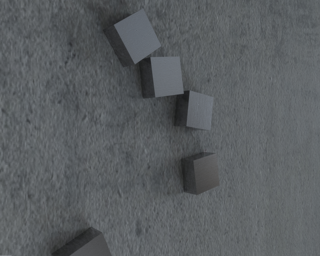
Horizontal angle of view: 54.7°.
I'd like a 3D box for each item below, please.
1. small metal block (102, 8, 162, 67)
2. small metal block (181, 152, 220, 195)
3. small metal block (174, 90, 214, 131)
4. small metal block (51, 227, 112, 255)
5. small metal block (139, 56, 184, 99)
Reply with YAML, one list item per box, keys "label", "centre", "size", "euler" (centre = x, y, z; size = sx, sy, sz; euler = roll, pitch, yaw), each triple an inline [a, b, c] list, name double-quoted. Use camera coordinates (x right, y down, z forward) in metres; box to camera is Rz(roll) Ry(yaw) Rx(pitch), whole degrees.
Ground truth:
- label: "small metal block"
  centre: [-0.033, -0.110, 0.379]
  size: [0.050, 0.025, 0.050]
  euler: [-43, 116, -32]
- label: "small metal block"
  centre: [0.060, 0.066, 0.458]
  size: [0.050, 0.025, 0.050]
  euler: [-12, 98, -40]
- label: "small metal block"
  centre: [0.049, -0.024, 0.449]
  size: [0.050, 0.025, 0.050]
  euler: [9, 84, -40]
- label: "small metal block"
  centre: [-0.082, 0.146, 0.338]
  size: [0.050, 0.025, 0.050]
  euler: [-29, 108, -37]
- label: "small metal block"
  centre: [0.002, -0.067, 0.408]
  size: [0.050, 0.025, 0.050]
  euler: [-12, 98, -40]
